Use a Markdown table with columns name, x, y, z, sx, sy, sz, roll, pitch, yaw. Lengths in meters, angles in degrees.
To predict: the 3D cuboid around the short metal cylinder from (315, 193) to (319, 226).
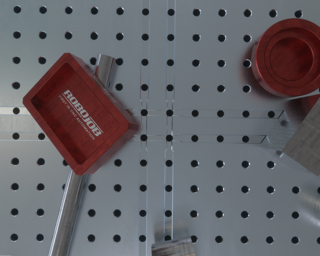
| name | x | y | z | sx | sy | sz | roll | pitch | yaw |
| --- | --- | --- | --- | --- | --- | --- | --- | --- | --- |
| short metal cylinder | 0.254 | 0.113 | 0.403 | 0.081 | 0.050 | 0.079 | 0 | 90 | 0 |

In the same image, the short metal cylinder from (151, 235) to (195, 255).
| name | x | y | z | sx | sy | sz | roll | pitch | yaw |
| --- | --- | --- | --- | --- | --- | --- | --- | --- | --- |
| short metal cylinder | 0.023 | 0.181 | 0.386 | 0.050 | 0.080 | 0.080 | -13 | 90 | 0 |

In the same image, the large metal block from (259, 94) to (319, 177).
| name | x | y | z | sx | sy | sz | roll | pitch | yaw |
| --- | --- | --- | --- | --- | --- | --- | --- | --- | --- |
| large metal block | 0.180 | 0.008 | 0.387 | 0.050 | 0.080 | 0.080 | 35 | 90 | 0 |

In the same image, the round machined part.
| name | x | y | z | sx | sy | sz | roll | pitch | yaw |
| --- | --- | --- | --- | --- | --- | --- | --- | --- | --- |
| round machined part | 0.168 | -0.088 | 0.406 | 0.099 | 0.042 | 0.097 | 0 | 90 | 0 |

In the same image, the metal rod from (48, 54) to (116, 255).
| name | x | y | z | sx | sy | sz | roll | pitch | yaw |
| --- | --- | --- | --- | --- | --- | --- | --- | --- | --- |
| metal rod | -0.106 | 0.050 | 0.412 | 0.025 | 0.025 | 0.298 | 14 | 90 | 0 |

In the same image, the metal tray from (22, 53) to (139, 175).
| name | x | y | z | sx | sy | sz | roll | pitch | yaw |
| --- | --- | --- | --- | --- | --- | --- | --- | --- | --- |
| metal tray | -0.101 | -0.018 | 0.385 | 0.090 | 0.030 | 0.130 | -44 | 75 | 10 |
